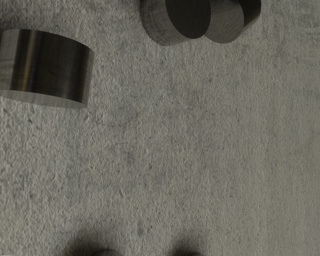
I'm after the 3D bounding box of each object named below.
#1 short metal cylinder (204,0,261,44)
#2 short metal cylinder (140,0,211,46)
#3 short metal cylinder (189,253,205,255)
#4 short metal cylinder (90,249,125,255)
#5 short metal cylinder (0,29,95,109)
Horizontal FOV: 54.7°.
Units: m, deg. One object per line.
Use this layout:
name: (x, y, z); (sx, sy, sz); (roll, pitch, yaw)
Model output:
short metal cylinder: (0.098, -0.171, 0.450); (0.050, 0.080, 0.080); (-42, 116, -32)
short metal cylinder: (0.021, -0.152, 0.405); (0.081, 0.050, 0.080); (0, 90, -40)
short metal cylinder: (0.063, 0.228, 0.442); (0.081, 0.050, 0.080); (0, 90, -40)
short metal cylinder: (-0.054, 0.184, 0.344); (0.081, 0.050, 0.080); (0, 90, -40)
short metal cylinder: (-0.104, -0.050, 0.282); (0.081, 0.080, 0.050); (11, 83, -40)
